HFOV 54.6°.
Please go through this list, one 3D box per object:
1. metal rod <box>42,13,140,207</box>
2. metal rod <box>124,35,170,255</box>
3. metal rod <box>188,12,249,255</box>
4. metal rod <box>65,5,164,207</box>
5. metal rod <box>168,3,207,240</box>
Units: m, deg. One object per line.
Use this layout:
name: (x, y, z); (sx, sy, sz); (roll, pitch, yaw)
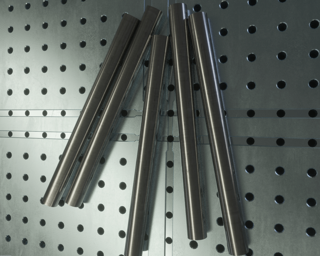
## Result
metal rod: (-0.102, -0.019, 0.448); (0.025, 0.025, 0.299); (29, 99, 17)
metal rod: (-0.017, 0.027, 0.419); (0.025, 0.025, 0.298); (9, 93, 20)
metal rod: (0.072, 0.004, 0.387); (0.025, 0.025, 0.299); (-11, 86, 20)
metal rod: (-0.067, -0.024, 0.437); (0.025, 0.025, 0.299); (27, 99, 18)
metal rod: (0.035, -0.009, 0.400); (0.025, 0.025, 0.298); (-5, 88, 20)
